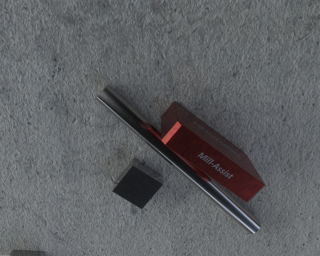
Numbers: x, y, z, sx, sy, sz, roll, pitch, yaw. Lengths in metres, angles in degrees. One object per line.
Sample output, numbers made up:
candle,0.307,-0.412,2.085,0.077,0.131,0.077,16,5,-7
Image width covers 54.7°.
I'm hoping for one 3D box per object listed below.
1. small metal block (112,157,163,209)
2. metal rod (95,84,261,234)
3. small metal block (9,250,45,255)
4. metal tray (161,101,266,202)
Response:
small metal block,-0.031,0.078,0.438,0.050,0.025,0.050,35,106,-12
metal rod,0.034,0.051,0.429,0.300,0.025,0.025,42,105,-14
small metal block,-0.210,0.222,0.489,0.050,0.025,0.050,4,110,-2
metal tray,0.062,0.026,0.385,0.130,0.090,0.030,36,106,-13
